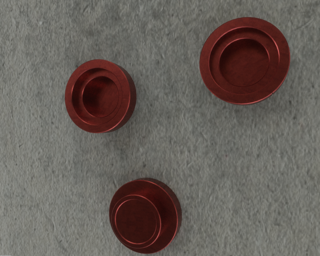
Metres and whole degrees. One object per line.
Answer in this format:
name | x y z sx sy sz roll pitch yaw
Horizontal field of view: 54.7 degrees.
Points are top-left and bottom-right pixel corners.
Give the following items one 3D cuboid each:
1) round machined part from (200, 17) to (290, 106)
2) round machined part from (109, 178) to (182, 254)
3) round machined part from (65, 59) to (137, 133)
round machined part | 0.099 -0.075 0.365 0.098 0.042 0.097 0 90 19
round machined part | -0.024 0.117 0.408 0.098 0.042 0.097 0 90 19
round machined part | -0.077 -0.042 0.426 0.098 0.042 0.097 0 90 19
